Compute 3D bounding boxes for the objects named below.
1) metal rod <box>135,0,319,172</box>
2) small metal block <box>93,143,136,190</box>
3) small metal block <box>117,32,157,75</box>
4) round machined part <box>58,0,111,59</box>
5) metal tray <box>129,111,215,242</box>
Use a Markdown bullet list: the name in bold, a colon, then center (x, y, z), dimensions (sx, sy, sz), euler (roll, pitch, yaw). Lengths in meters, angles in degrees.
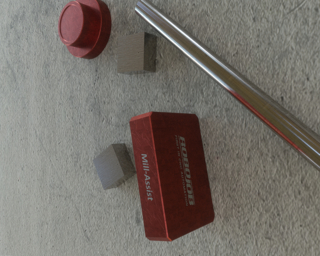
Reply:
- **metal rod**: center (0.065, -0.067, 0.350), dimensions (0.300, 0.025, 0.025), euler (48, 118, 29)
- **small metal block**: center (-0.068, 0.057, 0.458), dimensions (0.050, 0.025, 0.050), euler (-38, 67, 33)
- **small metal block**: center (-0.032, -0.102, 0.429), dimensions (0.050, 0.025, 0.050), euler (3, 92, 39)
- **round machined part**: center (-0.126, -0.163, 0.495), dimensions (0.098, 0.042, 0.097), euler (0, 90, 39)
- **metal tray**: center (0.016, 0.049, 0.347), dimensions (0.030, 0.091, 0.129), euler (-14, 81, 39)
